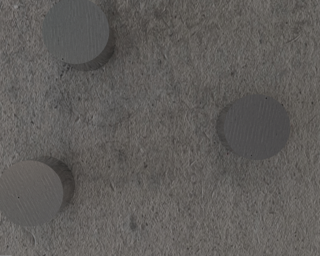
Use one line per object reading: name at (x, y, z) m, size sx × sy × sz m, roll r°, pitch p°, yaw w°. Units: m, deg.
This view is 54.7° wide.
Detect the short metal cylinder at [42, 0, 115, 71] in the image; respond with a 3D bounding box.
short metal cylinder at (-0.101, -0.117, 0.396) m, size 0.081 × 0.050 × 0.080 m, roll 0°, pitch 90°, yaw 0°

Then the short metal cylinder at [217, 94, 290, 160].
short metal cylinder at (0.117, -0.001, 0.398) m, size 0.081 × 0.050 × 0.080 m, roll 0°, pitch 90°, yaw 0°

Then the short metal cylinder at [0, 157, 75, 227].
short metal cylinder at (-0.156, 0.078, 0.396) m, size 0.081 × 0.050 × 0.080 m, roll 0°, pitch 90°, yaw 0°
